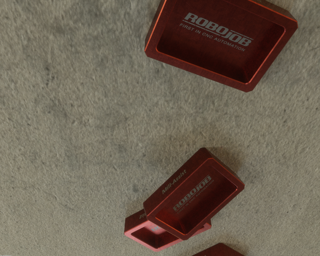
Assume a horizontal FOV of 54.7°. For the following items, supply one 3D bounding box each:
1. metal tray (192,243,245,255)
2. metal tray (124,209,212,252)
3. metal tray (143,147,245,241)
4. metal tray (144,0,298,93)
[{"bbox_3d":[0.108,0.296,0.658,0.130,0.030,0.090,-37,121,27],"label":"metal tray"},{"bbox_3d":[0.013,0.168,0.547,0.130,0.030,0.090,-34,123,25],"label":"metal tray"},{"bbox_3d":[0.051,0.102,0.464,0.130,0.030,0.090,-45,119,9],"label":"metal tray"},{"bbox_3d":[0.060,-0.098,0.321,0.131,0.030,0.089,17,128,-15],"label":"metal tray"}]
